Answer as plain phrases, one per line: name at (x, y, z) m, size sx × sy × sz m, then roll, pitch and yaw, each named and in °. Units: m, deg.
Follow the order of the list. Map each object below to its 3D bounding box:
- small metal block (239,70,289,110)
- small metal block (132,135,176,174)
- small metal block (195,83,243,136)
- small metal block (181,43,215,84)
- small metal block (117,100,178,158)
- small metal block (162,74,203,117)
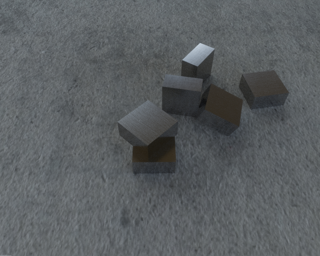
small metal block at (0.150, -0.056, 0.453) m, size 0.050 × 0.025 × 0.050 m, roll -8°, pitch 51°, yaw -7°
small metal block at (-0.007, 0.028, 0.380) m, size 0.050 × 0.025 × 0.050 m, roll 0°, pitch 50°, yaw -1°
small metal block at (0.080, -0.024, 0.414) m, size 0.050 × 0.025 × 0.050 m, roll 26°, pitch 51°, yaw -8°
small metal block at (0.056, -0.090, 0.463) m, size 0.025 × 0.050 × 0.050 m, roll 28°, pitch 55°, yaw 21°
small metal block at (-0.014, 0.000, 0.371) m, size 0.050 × 0.025 × 0.050 m, roll 36°, pitch 58°, yaw 26°
small metal block at (0.030, -0.043, 0.424) m, size 0.050 × 0.050 × 0.025 m, roll 8°, pitch 51°, yaw 7°
